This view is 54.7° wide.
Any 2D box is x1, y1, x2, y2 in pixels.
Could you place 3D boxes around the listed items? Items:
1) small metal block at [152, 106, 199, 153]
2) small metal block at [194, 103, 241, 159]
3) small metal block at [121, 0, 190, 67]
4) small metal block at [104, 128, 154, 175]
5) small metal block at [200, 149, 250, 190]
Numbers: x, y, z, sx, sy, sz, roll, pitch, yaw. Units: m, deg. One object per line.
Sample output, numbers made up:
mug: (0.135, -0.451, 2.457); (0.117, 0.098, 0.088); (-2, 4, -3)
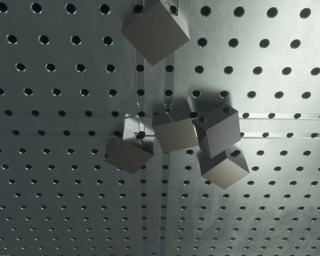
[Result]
small metal block: (0.021, 0.003, 0.415); (0.050, 0.025, 0.050); (-14, 129, 11)
small metal block: (0.076, 0.004, 0.402); (0.050, 0.025, 0.050); (-30, 131, -15)
small metal block: (-0.004, -0.102, 0.325); (0.050, 0.025, 0.050); (-31, 124, 23)
small metal block: (-0.044, 0.034, 0.440); (0.050, 0.025, 0.050); (29, 124, -23)
small metal block: (0.096, 0.061, 0.465); (0.050, 0.025, 0.050); (33, 122, -25)
